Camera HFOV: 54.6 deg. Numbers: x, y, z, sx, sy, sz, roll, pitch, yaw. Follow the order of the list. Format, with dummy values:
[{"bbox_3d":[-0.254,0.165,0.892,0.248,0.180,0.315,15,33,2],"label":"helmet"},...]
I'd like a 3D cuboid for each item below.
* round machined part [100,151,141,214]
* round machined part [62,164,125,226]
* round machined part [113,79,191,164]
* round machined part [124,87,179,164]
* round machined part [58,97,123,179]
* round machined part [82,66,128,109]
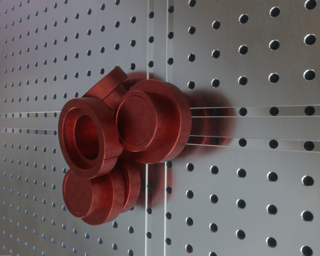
[{"bbox_3d":[-0.077,0.075,0.436,0.098,0.042,0.097,0,90,40],"label":"round machined part"},{"bbox_3d":[-0.096,0.084,0.424,0.098,0.042,0.097,0,90,40],"label":"round machined part"},{"bbox_3d":[-0.016,-0.008,0.356,0.098,0.042,0.097,-1,89,40],"label":"round machined part"},{"bbox_3d":[-0.018,-0.004,0.387,0.098,0.042,0.097,0,90,40],"label":"round machined part"},{"bbox_3d":[-0.081,0.010,0.383,0.098,0.042,0.097,10,105,41],"label":"round machined part"},{"bbox_3d":[-0.081,-0.040,0.442,0.098,0.098,0.042,-34,104,35],"label":"round machined part"}]
